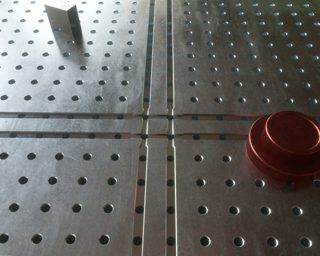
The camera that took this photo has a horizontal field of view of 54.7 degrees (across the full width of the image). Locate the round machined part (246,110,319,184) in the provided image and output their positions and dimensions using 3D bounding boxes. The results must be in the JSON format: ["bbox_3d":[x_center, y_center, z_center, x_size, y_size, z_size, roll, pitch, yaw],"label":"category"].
[{"bbox_3d":[0.161,0.016,0.384,0.099,0.042,0.098,0,50,0],"label":"round machined part"}]

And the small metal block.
[{"bbox_3d":[-0.174,-0.200,0.558,0.050,0.050,0.025,21,54,17],"label":"small metal block"}]
